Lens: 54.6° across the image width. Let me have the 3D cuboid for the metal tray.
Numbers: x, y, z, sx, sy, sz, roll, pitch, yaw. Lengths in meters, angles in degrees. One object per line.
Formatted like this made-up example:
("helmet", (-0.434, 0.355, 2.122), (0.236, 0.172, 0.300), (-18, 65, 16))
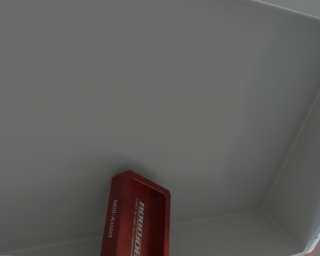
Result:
("metal tray", (-0.028, 0.131, 0.407), (0.030, 0.130, 0.090), (-26, 135, 34))
